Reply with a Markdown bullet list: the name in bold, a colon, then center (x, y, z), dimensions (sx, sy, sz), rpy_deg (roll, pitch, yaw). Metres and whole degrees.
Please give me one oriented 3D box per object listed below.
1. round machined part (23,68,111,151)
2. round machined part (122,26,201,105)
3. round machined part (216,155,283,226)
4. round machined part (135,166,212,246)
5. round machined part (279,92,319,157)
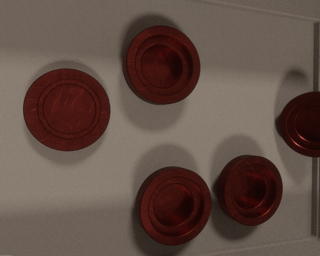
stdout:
- **round machined part**: center (-0.107, -0.021, 0.363), dimensions (0.099, 0.042, 0.097), rpy_deg (0, 90, -21)
- **round machined part**: center (-0.001, -0.078, 0.402), dimensions (0.099, 0.042, 0.097), rpy_deg (0, 90, -21)
- **round machined part**: center (0.125, 0.087, 0.449), dimensions (0.099, 0.042, 0.097), rpy_deg (0, 90, -21)
- **round machined part**: center (0.015, 0.099, 0.408), dimensions (0.099, 0.042, 0.097), rpy_deg (0, 90, -21)
- **round machined part**: center (0.238, -0.008, 0.472), dimensions (0.042, 0.098, 0.097), rpy_deg (-16, 97, -55)
